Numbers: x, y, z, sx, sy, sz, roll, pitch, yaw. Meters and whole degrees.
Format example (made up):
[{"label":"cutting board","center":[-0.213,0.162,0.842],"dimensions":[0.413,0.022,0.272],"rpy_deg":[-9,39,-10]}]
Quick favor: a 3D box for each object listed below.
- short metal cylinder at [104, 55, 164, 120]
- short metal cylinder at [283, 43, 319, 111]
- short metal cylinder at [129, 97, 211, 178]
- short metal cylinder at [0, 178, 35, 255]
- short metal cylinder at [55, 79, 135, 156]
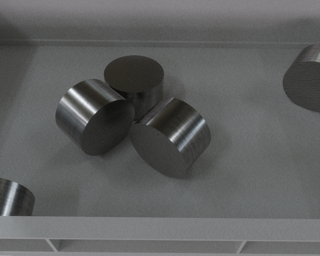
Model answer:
[{"label":"short metal cylinder","center":[-0.036,-0.058,0.435],"dimensions":[0.081,0.050,0.080],"rpy_deg":[2,48,-2]},{"label":"short metal cylinder","center":[0.221,-0.071,0.432],"dimensions":[0.080,0.080,0.050],"rpy_deg":[29,56,22]},{"label":"short metal cylinder","center":[0.011,0.012,0.360],"dimensions":[0.080,0.080,0.050],"rpy_deg":[31,56,23]},{"label":"short metal cylinder","center":[-0.166,0.088,0.294],"dimensions":[0.081,0.080,0.050],"rpy_deg":[-2,50,-2]},{"label":"short metal cylinder","center":[-0.078,-0.013,0.379],"dimensions":[0.050,0.080,0.080],"rpy_deg":[37,59,26]}]
